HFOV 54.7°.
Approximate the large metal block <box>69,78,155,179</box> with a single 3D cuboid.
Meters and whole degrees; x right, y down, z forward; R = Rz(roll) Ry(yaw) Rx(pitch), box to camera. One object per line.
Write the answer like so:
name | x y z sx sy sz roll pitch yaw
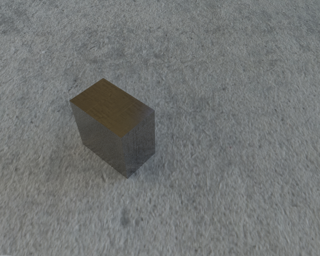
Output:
large metal block | -0.053 0.001 0.366 0.080 0.080 0.050 33 58 24
